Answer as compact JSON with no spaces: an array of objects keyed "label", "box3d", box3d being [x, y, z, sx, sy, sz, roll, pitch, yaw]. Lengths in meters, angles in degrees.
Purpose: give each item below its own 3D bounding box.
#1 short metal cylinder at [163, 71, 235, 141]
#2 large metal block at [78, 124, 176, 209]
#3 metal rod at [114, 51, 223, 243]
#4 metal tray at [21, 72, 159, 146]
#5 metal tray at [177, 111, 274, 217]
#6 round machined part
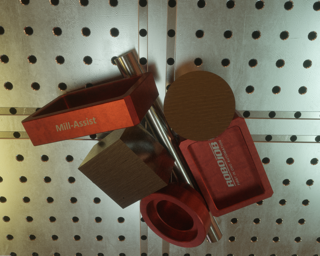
[{"label":"short metal cylinder","box3d":[0.048,-0.024,0.372,0.080,0.050,0.080,-1,86,11]},{"label":"large metal block","box3d":[-0.041,0.045,0.393,0.080,0.050,0.080,-34,108,30]},{"label":"metal rod","box3d":[0.019,0.038,0.423,0.025,0.025,0.299,-24,109,8]},{"label":"metal tray","box3d":[-0.075,-0.023,0.350,0.130,0.090,0.030,-11,112,19]},{"label":"metal tray","box3d":[0.090,0.051,0.427,0.090,0.030,0.129,-24,109,8]},{"label":"round machined part","box3d":[0.025,0.114,0.427,0.098,0.042,0.097,17,129,23]}]
